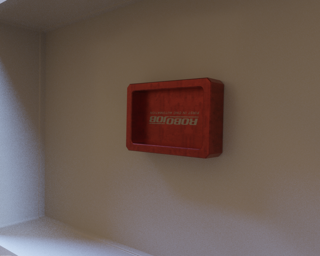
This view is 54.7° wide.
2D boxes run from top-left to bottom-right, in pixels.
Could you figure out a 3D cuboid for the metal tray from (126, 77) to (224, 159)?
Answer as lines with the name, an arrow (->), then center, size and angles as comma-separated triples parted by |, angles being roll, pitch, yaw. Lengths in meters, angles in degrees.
metal tray -> 0.014, -0.013, 0.389 | 0.130, 0.030, 0.089 | 2, 91, 39
